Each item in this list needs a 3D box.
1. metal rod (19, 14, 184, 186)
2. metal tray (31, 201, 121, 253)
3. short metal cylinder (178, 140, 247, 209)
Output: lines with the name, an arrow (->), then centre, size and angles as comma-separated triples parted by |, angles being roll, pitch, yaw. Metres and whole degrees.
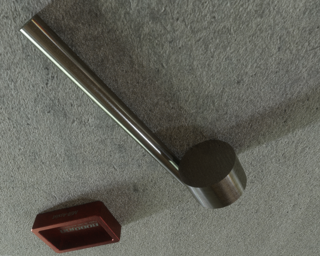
metal rod -> -0.047, -0.015, 0.393 | 0.025, 0.025, 0.300 | -29, 125, 22
metal tray -> -0.147, 0.180, 0.554 | 0.130, 0.030, 0.090 | -15, 129, 12
short metal cylinder -> 0.072, 0.063, 0.426 | 0.080, 0.080, 0.050 | -21, 127, 16
